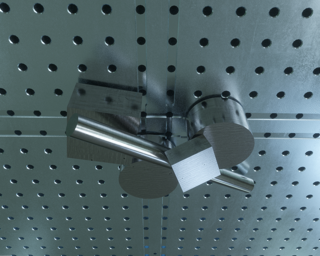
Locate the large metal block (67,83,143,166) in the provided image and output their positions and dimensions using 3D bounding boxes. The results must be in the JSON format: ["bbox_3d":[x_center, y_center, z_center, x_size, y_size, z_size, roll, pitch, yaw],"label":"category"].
[{"bbox_3d":[-0.069,-0.003,0.385,0.081,0.050,0.079,8,130,-7],"label":"large metal block"}]

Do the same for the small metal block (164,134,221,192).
[{"bbox_3d":[0.039,0.042,0.368,0.050,0.025,0.050,-25,128,-3],"label":"small metal block"}]

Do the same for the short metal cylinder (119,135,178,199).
[{"bbox_3d":[-0.015,0.055,0.437,0.081,0.050,0.079,0,130,0],"label":"short metal cylinder"}]

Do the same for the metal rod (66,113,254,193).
[{"bbox_3d":[0.025,0.043,0.398,0.302,0.025,0.025,22,128,-36],"label":"metal rod"}]

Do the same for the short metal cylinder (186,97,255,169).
[{"bbox_3d":[0.075,0.008,0.398,0.081,0.050,0.079,0,130,0],"label":"short metal cylinder"}]
